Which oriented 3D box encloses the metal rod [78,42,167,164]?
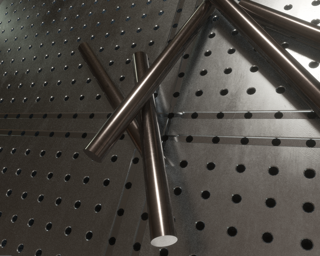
[{"bbox_3d":[-0.070,-0.050,0.473,0.025,0.025,0.300,-37,51,3],"label":"metal rod"}]

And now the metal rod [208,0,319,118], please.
[{"bbox_3d":[0.127,-0.115,0.399,0.025,0.025,0.299,-32,56,7],"label":"metal rod"}]

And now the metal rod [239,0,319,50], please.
[{"bbox_3d":[0.206,-0.096,0.358,0.025,0.025,0.300,-44,51,-3],"label":"metal rod"}]

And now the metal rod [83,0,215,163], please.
[{"bbox_3d":[0.000,-0.079,0.416,0.025,0.025,0.301,14,57,33],"label":"metal rod"}]

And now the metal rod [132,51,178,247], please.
[{"bbox_3d":[-0.014,-0.003,0.390,0.025,0.025,0.300,-23,46,14],"label":"metal rod"}]
